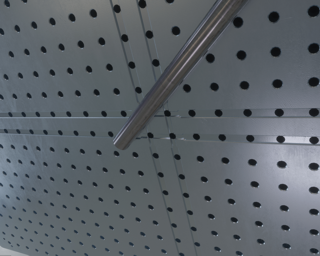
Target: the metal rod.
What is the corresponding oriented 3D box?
[{"bbox_3d":[0.019,-0.065,0.361,0.025,0.025,0.298,41,129,0],"label":"metal rod"}]
